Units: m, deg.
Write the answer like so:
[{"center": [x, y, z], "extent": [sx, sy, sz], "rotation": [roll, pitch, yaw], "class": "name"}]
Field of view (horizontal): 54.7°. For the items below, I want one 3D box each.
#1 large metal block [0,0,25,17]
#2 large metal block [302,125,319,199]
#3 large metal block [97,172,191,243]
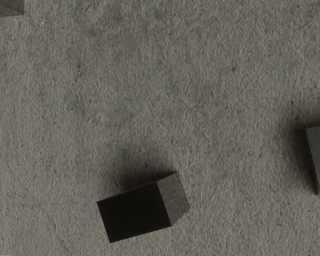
[{"center": [-0.264, -0.224, 0.489], "extent": [0.080, 0.050, 0.079], "rotation": [3, 91, 20], "class": "large metal block"}, {"center": [0.202, 0.031, 0.324], "extent": [0.080, 0.050, 0.080], "rotation": [-13, 86, 19], "class": "large metal block"}, {"center": [-0.017, 0.096, 0.386], "extent": [0.080, 0.080, 0.050], "rotation": [-22, 83, 19], "class": "large metal block"}]
